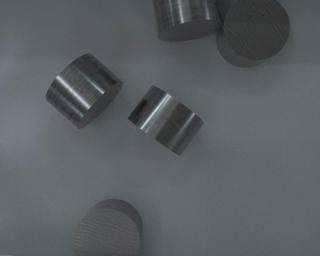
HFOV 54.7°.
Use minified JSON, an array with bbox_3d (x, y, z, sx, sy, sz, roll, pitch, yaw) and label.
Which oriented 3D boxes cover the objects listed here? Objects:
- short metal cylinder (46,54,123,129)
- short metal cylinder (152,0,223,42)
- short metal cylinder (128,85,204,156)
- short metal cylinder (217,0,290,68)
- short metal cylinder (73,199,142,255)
[{"bbox_3d":[-0.092,-0.045,0.383,0.050,0.080,0.080,42,90,0],"label":"short metal cylinder"},{"bbox_3d":[0.033,-0.144,0.384,0.080,0.080,0.050,-9,90,0],"label":"short metal cylinder"},{"bbox_3d":[0.007,-0.009,0.384,0.080,0.080,0.050,36,90,0],"label":"short metal cylinder"},{"bbox_3d":[0.117,-0.122,0.400,0.081,0.050,0.080,0,90,0],"label":"short metal cylinder"},{"bbox_3d":[-0.064,0.137,0.398,0.081,0.050,0.080,0,90,0],"label":"short metal cylinder"}]
